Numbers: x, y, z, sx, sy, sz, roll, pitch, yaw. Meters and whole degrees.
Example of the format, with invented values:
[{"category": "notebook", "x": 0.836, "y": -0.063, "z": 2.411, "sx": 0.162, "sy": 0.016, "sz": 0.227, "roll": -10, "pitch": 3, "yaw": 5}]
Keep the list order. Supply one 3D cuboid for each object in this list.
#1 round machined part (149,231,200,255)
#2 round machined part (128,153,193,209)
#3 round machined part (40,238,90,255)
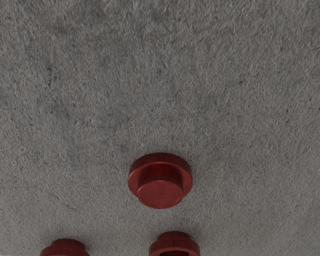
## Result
[{"category": "round machined part", "x": 0.028, "y": 0.235, "z": 0.596, "sx": 0.099, "sy": 0.042, "sz": 0.097, "roll": 0, "pitch": 130, "yaw": 0}, {"category": "round machined part", "x": 0.001, "y": 0.086, "z": 0.469, "sx": 0.099, "sy": 0.042, "sz": 0.097, "roll": 0, "pitch": 130, "yaw": 0}, {"category": "round machined part", "x": -0.185, "y": 0.254, "z": 0.611, "sx": 0.099, "sy": 0.042, "sz": 0.097, "roll": 0, "pitch": 130, "yaw": 0}]
